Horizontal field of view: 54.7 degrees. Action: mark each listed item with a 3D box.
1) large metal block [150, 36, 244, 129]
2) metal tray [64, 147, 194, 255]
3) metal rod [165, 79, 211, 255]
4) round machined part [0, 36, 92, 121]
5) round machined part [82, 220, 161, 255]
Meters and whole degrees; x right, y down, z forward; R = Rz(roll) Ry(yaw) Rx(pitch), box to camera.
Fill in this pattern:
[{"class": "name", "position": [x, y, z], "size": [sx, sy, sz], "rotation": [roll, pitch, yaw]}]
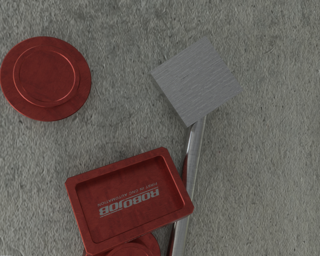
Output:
[{"class": "large metal block", "position": [0.044, -0.054, 0.392], "size": [0.080, 0.050, 0.080], "rotation": [-34, 87, -2]}, {"class": "metal tray", "position": [-0.036, 0.085, 0.372], "size": [0.131, 0.030, 0.090], "rotation": [-17, 68, -19]}, {"class": "metal rod", "position": [0.038, 0.069, 0.423], "size": [0.025, 0.025, 0.298], "rotation": [11, 86, -20]}, {"class": "round machined part", "position": [-0.128, -0.056, 0.353], "size": [0.099, 0.042, 0.097], "rotation": [0, 90, -20]}, {"class": "round machined part", "position": [-0.045, 0.168, 0.384], "size": [0.099, 0.042, 0.097], "rotation": [0, 90, -20]}]
